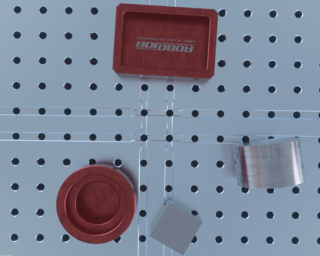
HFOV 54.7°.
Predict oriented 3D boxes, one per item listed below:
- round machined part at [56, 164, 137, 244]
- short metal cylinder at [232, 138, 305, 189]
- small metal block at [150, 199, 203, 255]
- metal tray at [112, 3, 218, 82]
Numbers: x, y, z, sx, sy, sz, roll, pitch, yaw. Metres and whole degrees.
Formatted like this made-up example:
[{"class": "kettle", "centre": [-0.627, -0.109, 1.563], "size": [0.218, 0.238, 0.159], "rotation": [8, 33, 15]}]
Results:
[{"class": "round machined part", "centre": [-0.079, 0.095, 0.404], "size": [0.099, 0.042, 0.097], "rotation": [0, 90, 0]}, {"class": "short metal cylinder", "centre": [0.135, 0.042, 0.387], "size": [0.080, 0.080, 0.050], "rotation": [-7, 90, 0]}, {"class": "small metal block", "centre": [0.021, 0.131, 0.413], "size": [0.050, 0.025, 0.050], "rotation": [30, 90, 0]}, {"class": "metal tray", "centre": [0.007, -0.111, 0.410], "size": [0.131, 0.030, 0.089], "rotation": [4, 90, 0]}]
